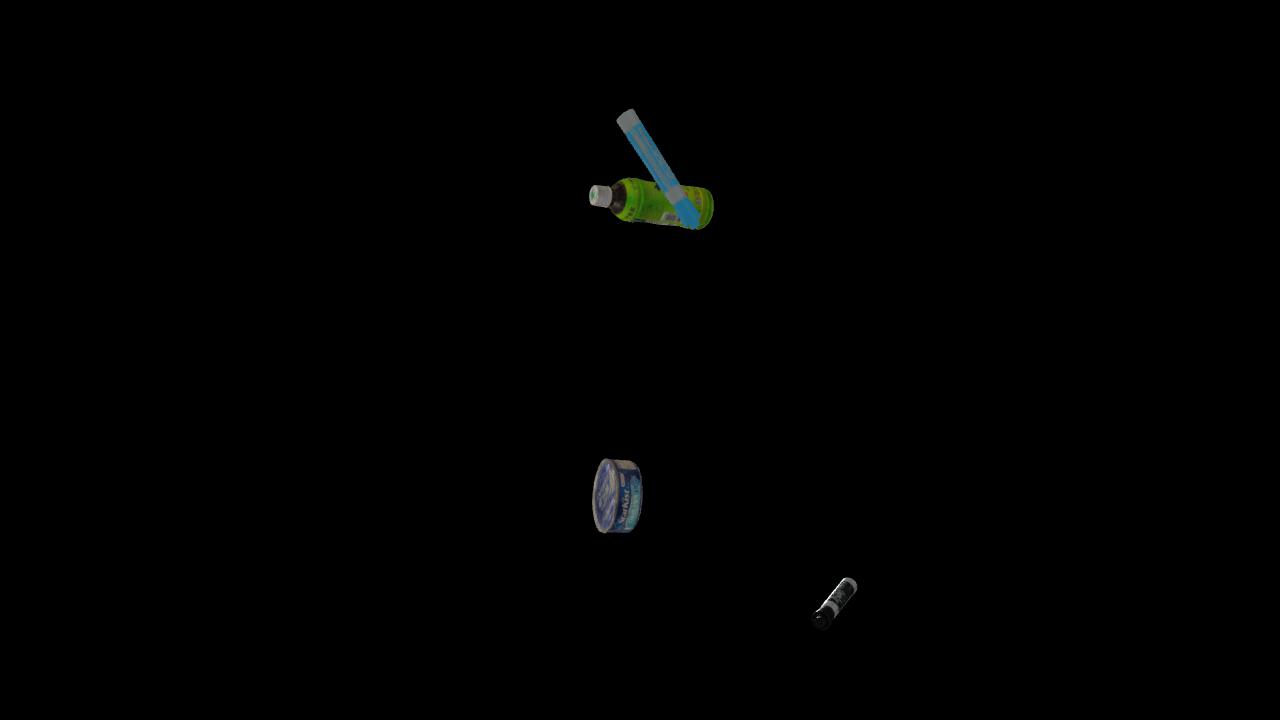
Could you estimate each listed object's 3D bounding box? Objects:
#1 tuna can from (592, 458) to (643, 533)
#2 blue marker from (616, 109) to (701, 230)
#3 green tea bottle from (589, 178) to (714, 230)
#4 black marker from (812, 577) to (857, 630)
[{"bbox_3d":[-0.027,0.157,0.712,0.034,0.084,0.084,8,-3,-21],"label":"tuna can"},{"bbox_3d":[0.019,-0.173,0.566,0.020,0.121,0.020,-34,6,4],"label":"blue marker"},{"bbox_3d":[0.019,-0.251,0.985,0.212,0.073,0.073,-3,2,-34],"label":"green tea bottle"},{"bbox_3d":[0.210,0.261,0.662,0.020,0.020,0.121,0,0,32],"label":"black marker"}]
